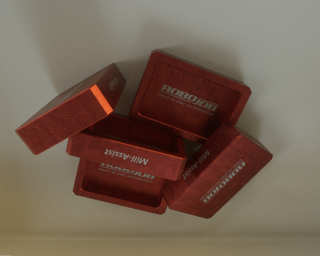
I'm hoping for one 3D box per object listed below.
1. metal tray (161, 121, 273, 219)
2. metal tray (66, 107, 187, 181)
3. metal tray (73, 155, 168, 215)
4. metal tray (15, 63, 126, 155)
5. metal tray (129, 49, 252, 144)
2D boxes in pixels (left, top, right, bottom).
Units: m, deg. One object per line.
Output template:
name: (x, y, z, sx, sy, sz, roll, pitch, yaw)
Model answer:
metal tray: (0.075, 0.061, 0.409, 0.090, 0.030, 0.130, 27, 110, -40)
metal tray: (-0.037, 0.016, 0.379, 0.131, 0.090, 0.030, 15, 109, -6)
metal tray: (-0.045, 0.062, 0.428, 0.131, 0.030, 0.089, 15, 109, -6)
metal tray: (-0.089, -0.028, 0.341, 0.090, 0.130, 0.030, -28, 108, 10)
metal tray: (0.036, -0.035, 0.395, 0.131, 0.030, 0.089, 20, 109, -8)
